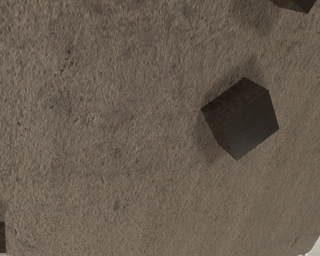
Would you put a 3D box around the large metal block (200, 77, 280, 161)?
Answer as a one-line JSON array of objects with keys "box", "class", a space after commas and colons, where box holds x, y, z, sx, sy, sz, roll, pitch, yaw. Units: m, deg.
[{"box": [0.117, -0.013, 0.449, 0.080, 0.050, 0.080, -36, 130, -4], "class": "large metal block"}]

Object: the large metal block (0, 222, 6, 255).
[{"box": [-0.234, 0.158, 0.361, 0.081, 0.050, 0.079, 11, 113, -34], "class": "large metal block"}]

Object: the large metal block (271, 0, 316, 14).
[{"box": [0.155, -0.192, 0.358, 0.081, 0.050, 0.080, 17, 109, -35], "class": "large metal block"}]
